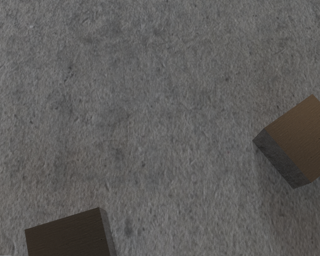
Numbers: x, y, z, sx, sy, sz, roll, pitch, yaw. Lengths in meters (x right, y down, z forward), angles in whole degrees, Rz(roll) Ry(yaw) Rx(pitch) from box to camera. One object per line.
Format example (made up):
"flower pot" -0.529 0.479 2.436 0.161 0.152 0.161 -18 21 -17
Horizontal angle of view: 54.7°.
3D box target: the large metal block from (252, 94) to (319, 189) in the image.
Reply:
"large metal block" 0.180 0.018 0.391 0.080 0.050 0.080 -33 74 -12

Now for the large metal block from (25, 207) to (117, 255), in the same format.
"large metal block" -0.093 0.141 0.342 0.081 0.050 0.080 -16 71 -6
